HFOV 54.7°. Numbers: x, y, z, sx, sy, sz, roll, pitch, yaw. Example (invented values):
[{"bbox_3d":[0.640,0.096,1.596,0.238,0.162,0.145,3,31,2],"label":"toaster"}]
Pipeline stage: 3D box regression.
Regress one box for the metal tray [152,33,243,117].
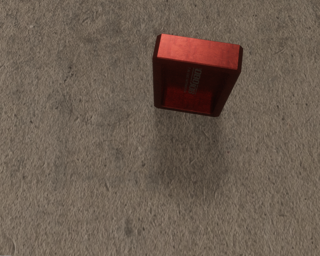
[{"bbox_3d":[0.039,-0.056,0.373,0.091,0.130,0.030,9,71,3],"label":"metal tray"}]
